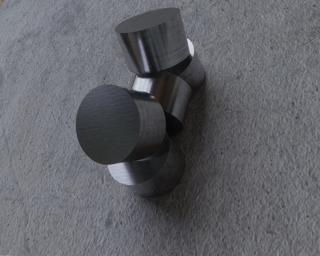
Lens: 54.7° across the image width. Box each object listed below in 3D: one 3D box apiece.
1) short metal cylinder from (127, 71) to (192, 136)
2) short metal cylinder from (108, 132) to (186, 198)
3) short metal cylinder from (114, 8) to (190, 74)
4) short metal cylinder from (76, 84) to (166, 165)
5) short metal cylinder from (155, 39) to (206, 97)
[{"bbox_3d":[-0.004,-0.030,0.391,0.080,0.080,0.050,2,63,29],"label":"short metal cylinder"},{"bbox_3d":[-0.015,0.039,0.374,0.080,0.050,0.080,-13,56,21],"label":"short metal cylinder"},{"bbox_3d":[-0.009,-0.107,0.376,0.080,0.050,0.080,-13,32,9],"label":"short metal cylinder"},{"bbox_3d":[-0.041,-0.003,0.328,0.080,0.050,0.080,0,89,29],"label":"short metal cylinder"},{"bbox_3d":[0.018,-0.080,0.430,0.080,0.050,0.080,-13,56,21],"label":"short metal cylinder"}]
